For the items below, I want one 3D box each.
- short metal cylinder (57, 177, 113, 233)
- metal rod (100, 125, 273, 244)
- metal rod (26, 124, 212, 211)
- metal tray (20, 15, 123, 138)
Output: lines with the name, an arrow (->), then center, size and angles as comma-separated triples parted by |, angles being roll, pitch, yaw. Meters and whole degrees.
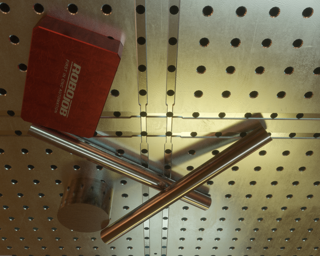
short metal cylinder -> -0.119, 0.125, 0.500 | 0.081, 0.050, 0.079 | 0, 130, 0
metal rod -> 0.029, 0.091, 0.460 | 0.300, 0.025, 0.025 | -36, 122, 16
metal rod -> -0.046, 0.062, 0.463 | 0.301, 0.025, 0.025 | 28, 125, -22
metal tray -> -0.106, -0.052, 0.363 | 0.091, 0.030, 0.129 | 17, 128, -14
